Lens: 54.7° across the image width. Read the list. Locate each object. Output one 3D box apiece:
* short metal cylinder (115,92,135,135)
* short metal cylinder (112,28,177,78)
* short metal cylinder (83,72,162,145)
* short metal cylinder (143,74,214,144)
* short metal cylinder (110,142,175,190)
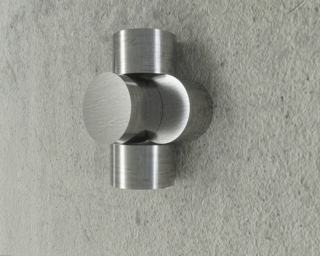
[{"bbox_3d":[-0.045,-0.022,0.425,0.080,0.050,0.079,0,90,39],"label":"short metal cylinder"},{"bbox_3d":[-0.019,-0.087,0.385,0.080,0.081,0.050,0,90,39],"label":"short metal cylinder"},{"bbox_3d":[-0.044,-0.022,0.359,0.080,0.050,0.079,0,90,39],"label":"short metal cylinder"},{"bbox_3d":[0.017,-0.022,0.374,0.080,0.050,0.079,0,90,39],"label":"short metal cylinder"},{"bbox_3d":[-0.022,0.044,0.387,0.080,0.081,0.050,1,91,39],"label":"short metal cylinder"}]
